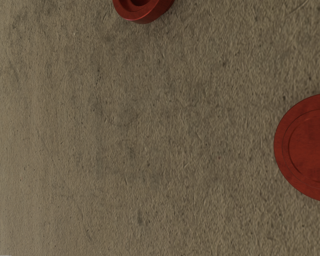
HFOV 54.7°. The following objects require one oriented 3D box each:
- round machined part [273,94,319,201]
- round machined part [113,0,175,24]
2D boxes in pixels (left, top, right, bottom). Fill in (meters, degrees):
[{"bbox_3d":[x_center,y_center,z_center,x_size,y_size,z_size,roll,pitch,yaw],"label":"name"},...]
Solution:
[{"bbox_3d":[0.148,0.017,0.272,0.098,0.042,0.097,0,90,40],"label":"round machined part"},{"bbox_3d":[-0.015,-0.186,0.407,0.098,0.042,0.097,0,90,40],"label":"round machined part"}]
